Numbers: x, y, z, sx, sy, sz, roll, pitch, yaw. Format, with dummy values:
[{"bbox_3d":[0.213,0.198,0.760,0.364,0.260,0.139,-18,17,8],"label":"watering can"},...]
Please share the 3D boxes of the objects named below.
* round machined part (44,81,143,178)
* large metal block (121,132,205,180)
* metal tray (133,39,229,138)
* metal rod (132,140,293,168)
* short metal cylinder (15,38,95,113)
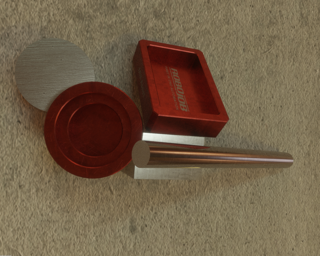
[{"bbox_3d":[-0.067,0.002,0.330,0.099,0.042,0.097,0,89,0],"label":"round machined part"},{"bbox_3d":[-0.002,0.032,0.381,0.081,0.080,0.050,5,89,-20],"label":"large metal block"},{"bbox_3d":[0.021,-0.050,0.376,0.091,0.030,0.130,5,49,-20],"label":"metal tray"},{"bbox_3d":[0.090,0.037,0.382,0.302,0.025,0.025,7,88,-44],"label":"metal rod"},{"bbox_3d":[-0.119,-0.056,0.353,0.081,0.050,0.079,0,90,-21],"label":"short metal cylinder"}]
